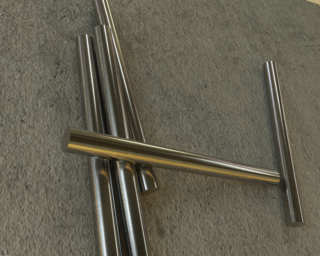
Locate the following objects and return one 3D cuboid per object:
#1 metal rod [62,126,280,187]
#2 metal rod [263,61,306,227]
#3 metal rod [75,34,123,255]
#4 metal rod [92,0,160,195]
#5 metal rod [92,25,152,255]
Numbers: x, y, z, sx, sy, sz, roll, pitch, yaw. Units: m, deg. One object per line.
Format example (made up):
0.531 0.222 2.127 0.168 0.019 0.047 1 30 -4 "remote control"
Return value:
0.037 0.042 0.370 0.302 0.025 0.025 14 56 -31 "metal rod"
0.196 0.007 0.504 0.025 0.025 0.300 18 55 -18 "metal rod"
-0.073 0.013 0.355 0.025 0.025 0.299 2 61 -27 "metal rod"
-0.051 -0.059 0.411 0.025 0.025 0.299 -3 63 -29 "metal rod"
-0.048 0.006 0.361 0.025 0.025 0.299 0 66 -28 "metal rod"
